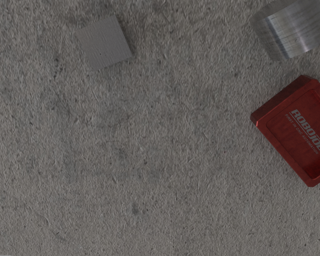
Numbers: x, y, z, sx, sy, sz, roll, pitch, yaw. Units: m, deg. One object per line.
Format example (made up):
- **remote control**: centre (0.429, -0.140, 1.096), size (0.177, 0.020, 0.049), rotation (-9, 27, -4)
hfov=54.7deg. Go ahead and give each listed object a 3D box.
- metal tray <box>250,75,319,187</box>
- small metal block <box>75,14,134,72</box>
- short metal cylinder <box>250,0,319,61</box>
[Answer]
- **metal tray**: centre (0.196, 0.006, 0.411), size (0.090, 0.030, 0.130), rotation (-40, 106, 13)
- **small metal block**: centre (-0.065, -0.102, 0.372), size (0.050, 0.025, 0.050), rotation (-20, 109, 7)
- **short metal cylinder**: centre (0.147, -0.117, 0.339), size (0.080, 0.080, 0.050), rotation (-32, 107, 11)
